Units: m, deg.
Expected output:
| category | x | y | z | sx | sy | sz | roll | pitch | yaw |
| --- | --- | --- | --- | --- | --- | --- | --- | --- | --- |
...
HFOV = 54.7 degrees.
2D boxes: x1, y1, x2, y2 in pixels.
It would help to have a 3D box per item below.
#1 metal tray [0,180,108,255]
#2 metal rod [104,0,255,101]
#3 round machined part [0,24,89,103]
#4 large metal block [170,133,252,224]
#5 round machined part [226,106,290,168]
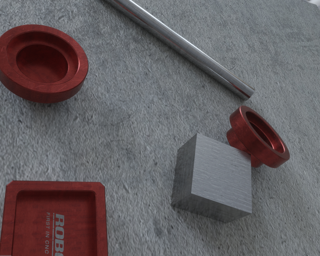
| category | x | y | z | sx | sy | sz | roll | pitch | yaw |
| --- | --- | --- | --- | --- | --- | --- | --- | --- | --- |
| metal tray | -0.095 | 0.115 | 0.279 | 0.091 | 0.030 | 0.130 | 6 | 59 | -26 |
| metal rod | 0.028 | -0.140 | 0.505 | 0.301 | 0.025 | 0.025 | 34 | 51 | -6 |
| round machined part | -0.138 | -0.070 | 0.362 | 0.099 | 0.042 | 0.098 | 14 | 56 | -21 |
| large metal block | 0.065 | 0.064 | 0.386 | 0.080 | 0.050 | 0.080 | 22 | 54 | -16 |
| round machined part | 0.134 | 0.018 | 0.442 | 0.098 | 0.042 | 0.098 | 33 | 30 | -21 |
